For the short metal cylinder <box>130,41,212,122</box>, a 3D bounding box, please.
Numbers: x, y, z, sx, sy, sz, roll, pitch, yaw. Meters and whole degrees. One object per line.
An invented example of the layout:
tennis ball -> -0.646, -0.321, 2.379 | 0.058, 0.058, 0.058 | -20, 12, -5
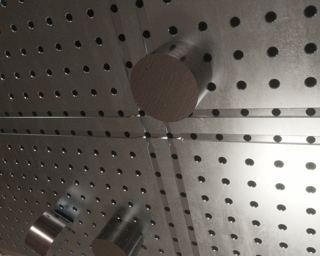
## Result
short metal cylinder -> 0.014, -0.053, 0.354 | 0.080, 0.050, 0.079 | 13, 124, 20

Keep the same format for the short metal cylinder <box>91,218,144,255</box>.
short metal cylinder -> -0.077, 0.213, 0.566 | 0.080, 0.050, 0.079 | 13, 124, 20

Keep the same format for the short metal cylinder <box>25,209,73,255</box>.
short metal cylinder -> -0.221, 0.211, 0.619 | 0.050, 0.080, 0.079 | 30, 128, 9
